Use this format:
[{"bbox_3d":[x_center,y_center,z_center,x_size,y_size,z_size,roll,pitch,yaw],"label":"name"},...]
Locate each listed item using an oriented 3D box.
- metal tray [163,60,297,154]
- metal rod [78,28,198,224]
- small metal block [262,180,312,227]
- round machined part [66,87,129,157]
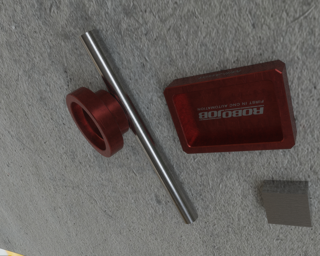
[{"bbox_3d":[0.078,-0.018,0.351,0.130,0.030,0.090,-6,116,30],"label":"metal tray"},{"bbox_3d":[-0.022,0.009,0.424,0.025,0.025,0.299,-17,110,34],"label":"metal rod"},{"bbox_3d":[0.157,0.092,0.381,0.050,0.025,0.050,-4,117,30],"label":"small metal block"},{"bbox_3d":[-0.079,-0.012,0.413,0.098,0.042,0.097,40,151,28],"label":"round machined part"}]
